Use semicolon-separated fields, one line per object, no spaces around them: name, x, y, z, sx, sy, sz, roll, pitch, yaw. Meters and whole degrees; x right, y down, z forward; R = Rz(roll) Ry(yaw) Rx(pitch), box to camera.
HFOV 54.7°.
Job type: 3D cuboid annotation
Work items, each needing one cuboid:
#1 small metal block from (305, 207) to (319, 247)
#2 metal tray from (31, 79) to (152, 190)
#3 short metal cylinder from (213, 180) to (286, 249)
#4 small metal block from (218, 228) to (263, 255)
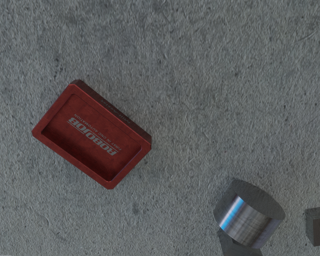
small metal block;0.251;0.146;0.466;0.050;0.025;0.050;-11;110;4
metal tray;-0.087;0.011;0.410;0.130;0.030;0.090;39;105;-14
short metal cylinder;0.121;0.116;0.424;0.080;0.080;0.050;25;108;-9
small metal block;0.118;0.172;0.461;0.050;0.050;0.025;26;108;-10
